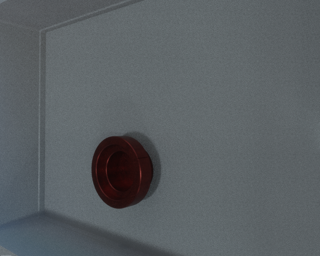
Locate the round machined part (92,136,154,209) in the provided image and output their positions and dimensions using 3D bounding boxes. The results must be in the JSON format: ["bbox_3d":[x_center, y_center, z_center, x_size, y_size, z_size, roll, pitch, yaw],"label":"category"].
[{"bbox_3d":[-0.048,0.060,0.433,0.098,0.042,0.097,0,90,39],"label":"round machined part"}]
